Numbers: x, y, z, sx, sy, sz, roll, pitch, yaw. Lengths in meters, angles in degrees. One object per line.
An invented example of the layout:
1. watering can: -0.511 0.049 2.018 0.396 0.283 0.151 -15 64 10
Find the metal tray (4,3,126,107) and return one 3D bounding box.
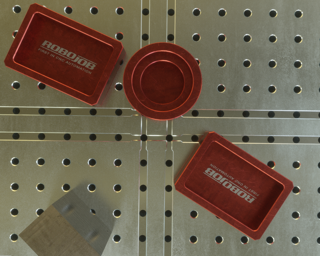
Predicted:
1. metal tray: -0.123 -0.094 0.409 0.131 0.030 0.090 25 90 0

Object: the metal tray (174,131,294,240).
1. metal tray: 0.095 0.074 0.411 0.130 0.030 0.090 33 90 0

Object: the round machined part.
1. round machined part: 0.003 -0.058 0.405 0.099 0.042 0.097 0 90 0

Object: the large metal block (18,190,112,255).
1. large metal block: -0.112 0.131 0.385 0.050 0.080 0.080 -43 90 0
